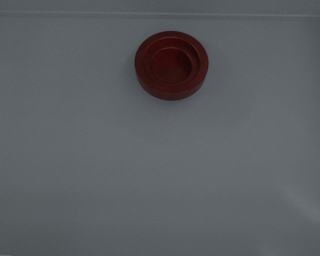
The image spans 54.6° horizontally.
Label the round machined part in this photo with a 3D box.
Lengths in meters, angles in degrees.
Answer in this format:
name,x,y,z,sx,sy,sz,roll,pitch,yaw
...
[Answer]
name,x,y,z,sx,sy,sz,roll,pitch,yaw
round machined part,0.015,-0.082,0.431,0.099,0.042,0.098,0,70,0
